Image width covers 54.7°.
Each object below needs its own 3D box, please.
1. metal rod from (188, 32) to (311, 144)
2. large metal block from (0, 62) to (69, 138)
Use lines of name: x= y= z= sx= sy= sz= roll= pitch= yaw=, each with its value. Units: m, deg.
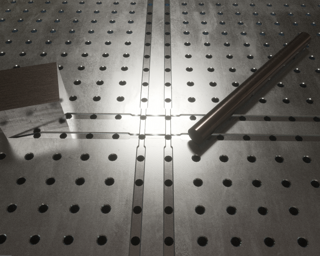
metal rod: x=0.149 y=-0.073 z=0.470 sx=0.025 sy=0.025 sz=0.302 roll=36 pitch=58 yaw=26
large metal block: x=-0.174 y=-0.040 z=0.423 sx=0.081 sy=0.050 sz=0.080 roll=-11 pitch=51 yaw=-10
